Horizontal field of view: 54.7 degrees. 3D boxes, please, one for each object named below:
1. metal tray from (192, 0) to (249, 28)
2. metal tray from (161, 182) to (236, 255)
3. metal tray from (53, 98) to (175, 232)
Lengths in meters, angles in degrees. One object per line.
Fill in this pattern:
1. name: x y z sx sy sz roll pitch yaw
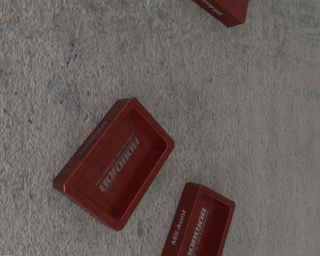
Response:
1. metal tray: 0.087 -0.225 0.473 0.131 0.030 0.090 20 78 -38
2. metal tray: 0.057 0.155 0.448 0.090 0.030 0.130 33 70 -35
3. metal tray: -0.047 0.040 0.361 0.090 0.030 0.130 49 61 -29
